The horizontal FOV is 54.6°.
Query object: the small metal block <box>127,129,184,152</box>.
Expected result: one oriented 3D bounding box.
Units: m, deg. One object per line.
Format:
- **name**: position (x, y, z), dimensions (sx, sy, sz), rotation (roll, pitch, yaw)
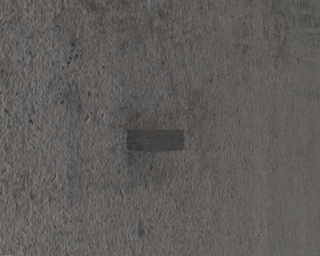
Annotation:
- **small metal block**: position (-0.006, 0.015, 0.382), dimensions (0.050, 0.050, 0.025), rotation (-1, 91, -40)
